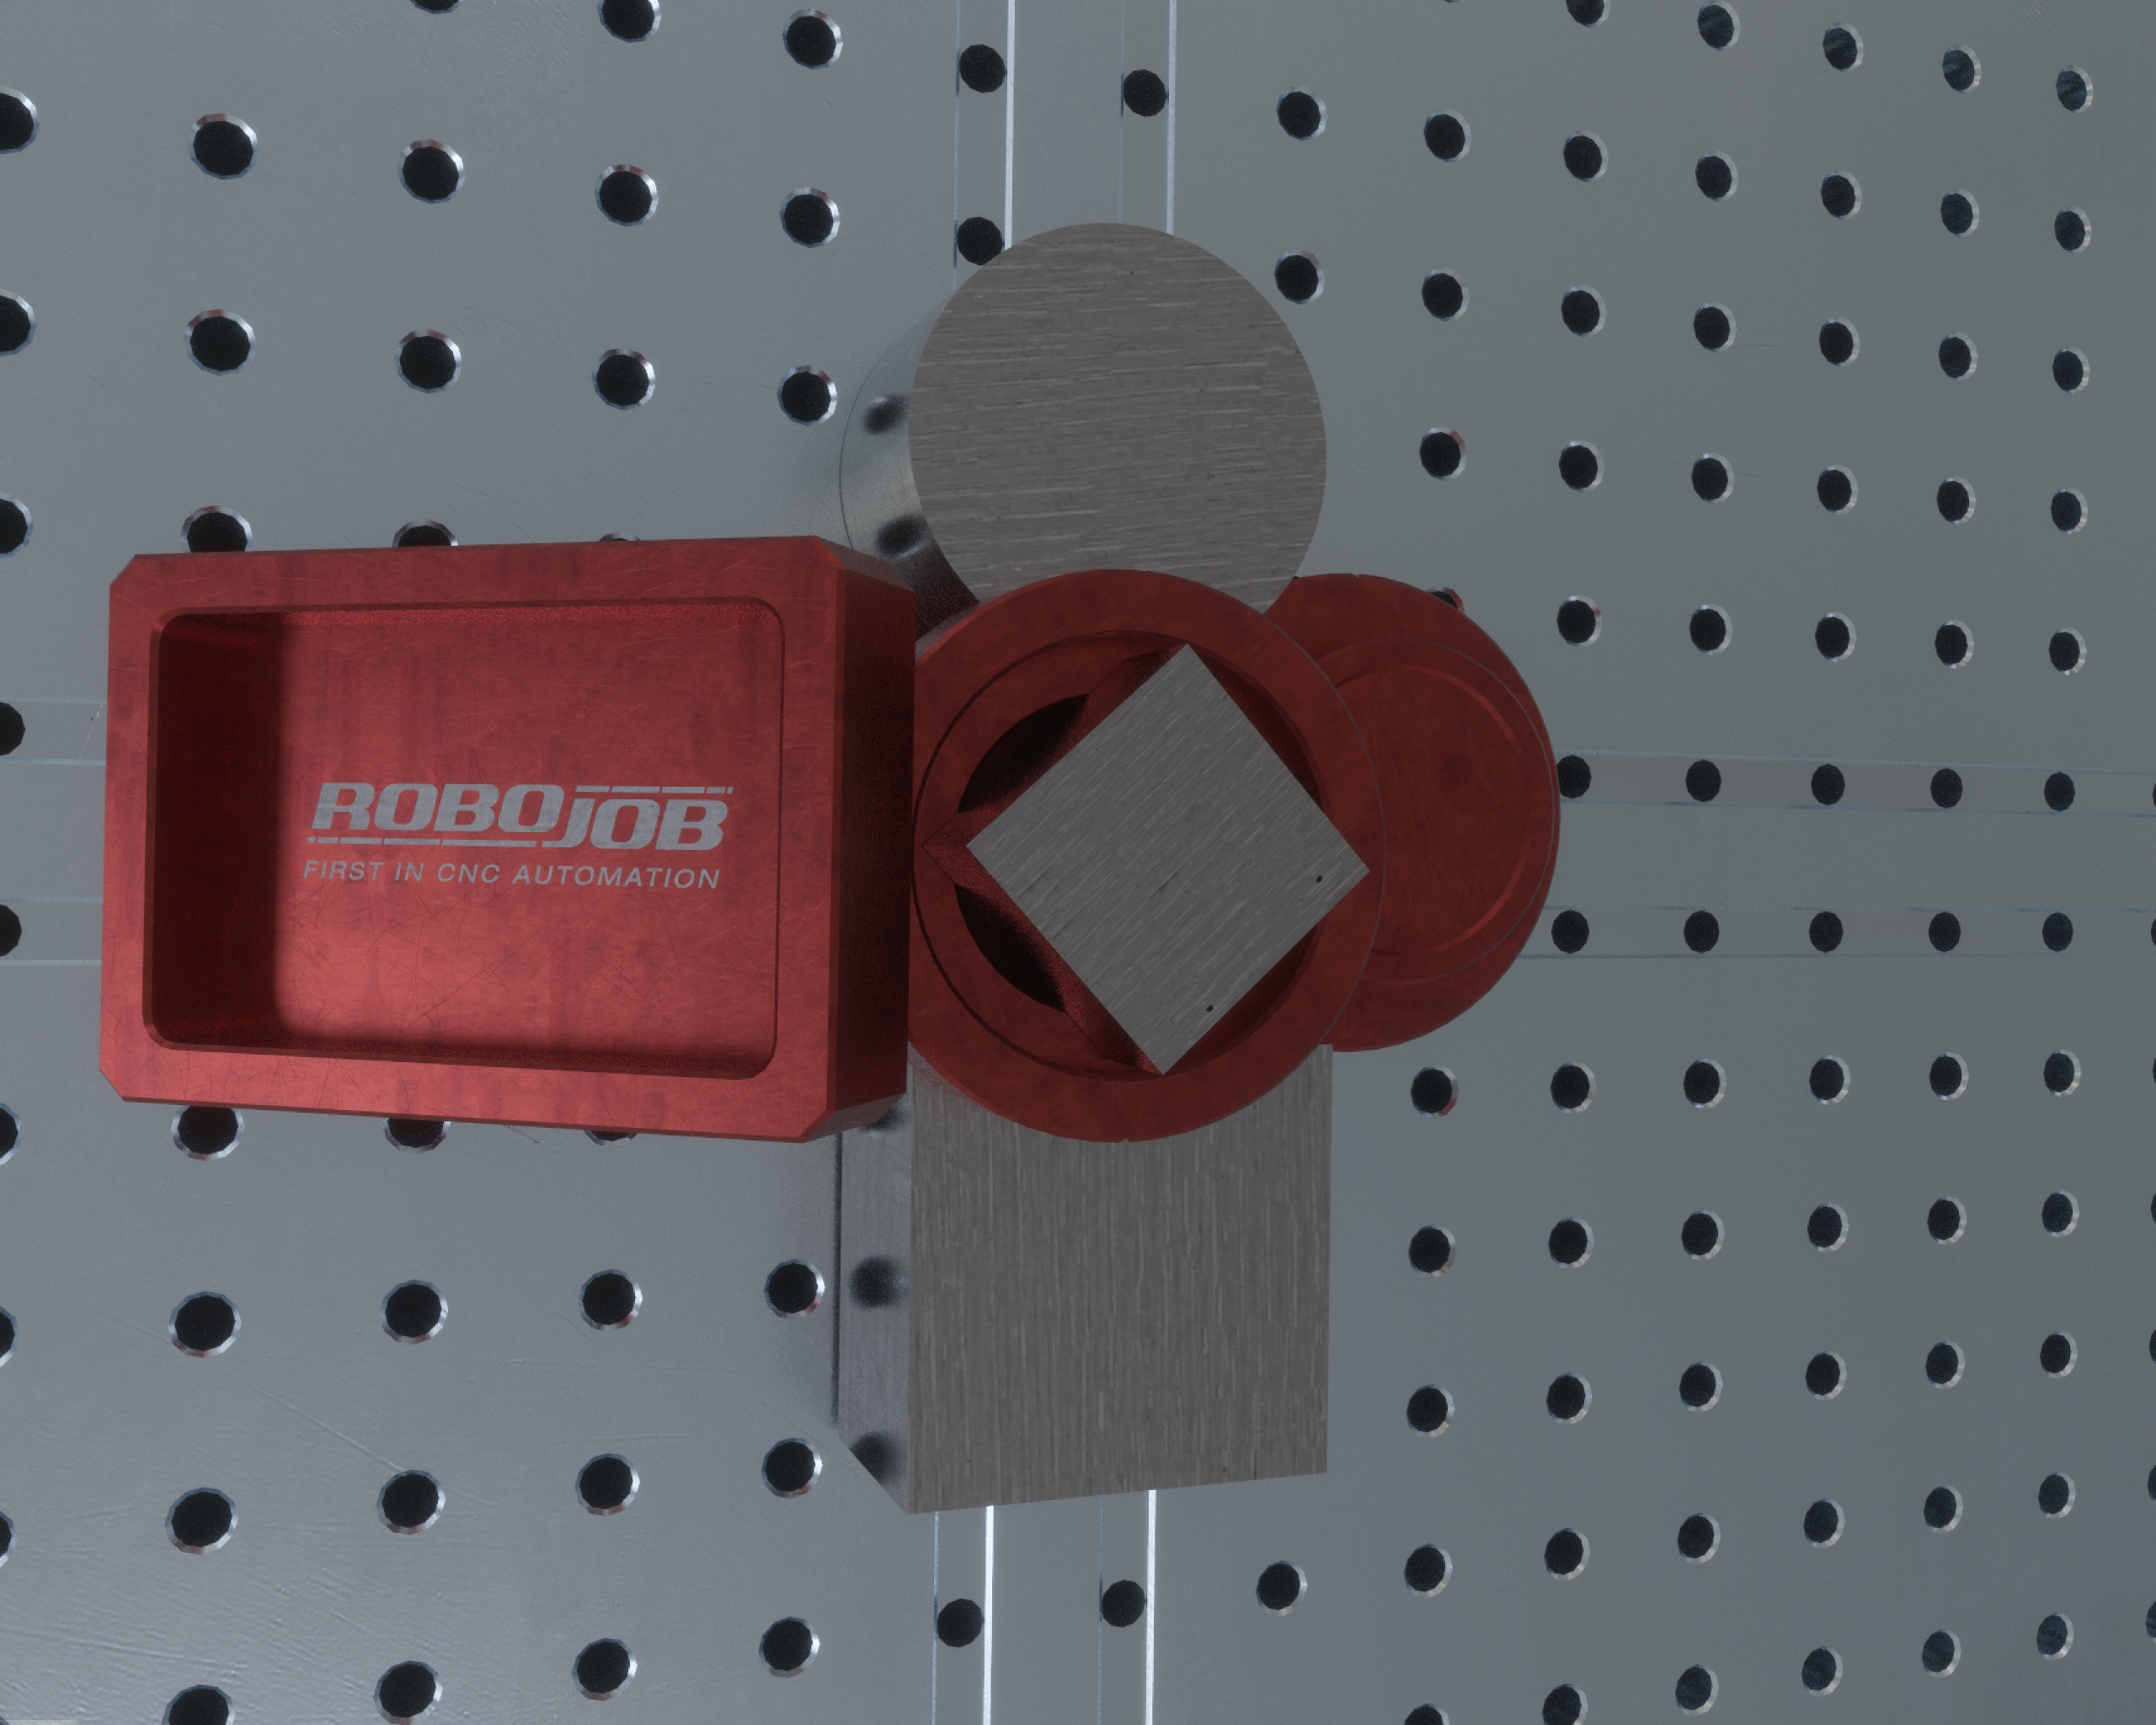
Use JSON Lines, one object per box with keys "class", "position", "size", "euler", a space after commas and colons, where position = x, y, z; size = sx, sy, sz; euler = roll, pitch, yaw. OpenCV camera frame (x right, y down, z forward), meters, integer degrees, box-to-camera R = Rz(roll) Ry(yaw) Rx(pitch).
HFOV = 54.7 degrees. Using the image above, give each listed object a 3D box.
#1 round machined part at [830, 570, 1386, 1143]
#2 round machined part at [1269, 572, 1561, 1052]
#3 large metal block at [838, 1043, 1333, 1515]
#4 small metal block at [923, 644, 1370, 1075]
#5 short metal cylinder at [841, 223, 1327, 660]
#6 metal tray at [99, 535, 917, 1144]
{"class": "round machined part", "position": [0.002, -0.001, 0.373], "size": [0.099, 0.042, 0.097], "euler": [0, 90, -20]}
{"class": "round machined part", "position": [0.056, -0.010, 0.423], "size": [0.099, 0.042, 0.097], "euler": [0, 90, -20]}
{"class": "large metal block", "position": [0.000, 0.073, 0.396], "size": [0.081, 0.050, 0.080], "euler": [1, 90, -20]}
{"class": "small metal block", "position": [0.012, -0.001, 0.351], "size": [0.050, 0.025, 0.050], "euler": [-43, 104, -15]}
{"class": "short metal cylinder", "position": [0.000, -0.075, 0.399], "size": [0.081, 0.050, 0.080], "euler": [0, 90, -20]}
{"class": "metal tray", "position": [-0.093, -0.005, 0.337], "size": [0.130, 0.030, 0.089], "euler": [1, 90, 17]}
